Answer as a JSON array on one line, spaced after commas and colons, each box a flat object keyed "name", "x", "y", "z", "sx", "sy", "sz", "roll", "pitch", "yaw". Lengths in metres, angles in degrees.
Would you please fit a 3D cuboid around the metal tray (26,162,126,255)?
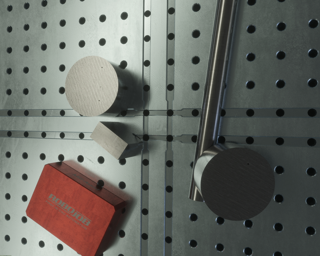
[{"name": "metal tray", "x": -0.126, "y": 0.118, "z": 0.454, "sx": 0.130, "sy": 0.030, "sz": 0.090, "roll": 27, "pitch": 99, "yaw": 17}]

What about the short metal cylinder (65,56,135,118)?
[{"name": "short metal cylinder", "x": -0.082, "y": -0.055, "z": 0.428, "sx": 0.080, "sy": 0.050, "sz": 0.079, "roll": 0, "pitch": 90, "yaw": 20}]

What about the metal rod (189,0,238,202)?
[{"name": "metal rod", "x": 0.069, "y": -0.057, "z": 0.387, "sx": 0.025, "sy": 0.025, "sz": 0.298, "roll": 9, "pitch": 93, "yaw": 20}]

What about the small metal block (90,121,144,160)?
[{"name": "small metal block", "x": -0.057, "y": 0.016, "z": 0.419, "sx": 0.050, "sy": 0.050, "sz": 0.025, "roll": 37, "pitch": 102, "yaw": 16}]

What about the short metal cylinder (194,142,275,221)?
[{"name": "short metal cylinder", "x": 0.083, "y": 0.059, "z": 0.356, "sx": 0.081, "sy": 0.050, "sz": 0.079, "roll": 0, "pitch": 93, "yaw": -2}]
